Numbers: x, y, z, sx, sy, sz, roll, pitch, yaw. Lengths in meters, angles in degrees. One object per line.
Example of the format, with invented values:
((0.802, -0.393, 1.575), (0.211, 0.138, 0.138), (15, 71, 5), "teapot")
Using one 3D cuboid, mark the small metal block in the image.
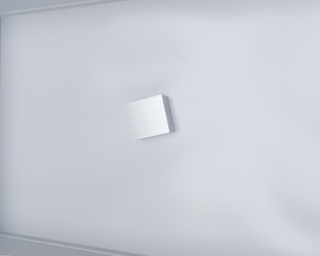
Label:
((-0.012, -0.013, 0.415), (0.050, 0.025, 0.050), (-13, 86, 19), "small metal block")
